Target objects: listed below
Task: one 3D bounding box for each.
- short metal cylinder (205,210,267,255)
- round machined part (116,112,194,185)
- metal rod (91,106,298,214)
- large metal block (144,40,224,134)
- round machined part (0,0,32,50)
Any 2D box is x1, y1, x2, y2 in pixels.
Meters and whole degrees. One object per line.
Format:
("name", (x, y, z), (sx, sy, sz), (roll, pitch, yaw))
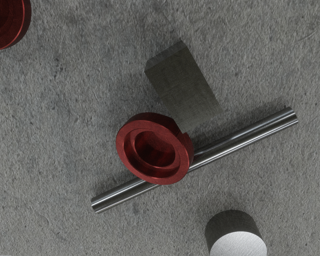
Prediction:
("short metal cylinder", (0.110, 0.170, 0.460), (0.081, 0.050, 0.079), (0, 110, 0))
("round machined part", (-0.003, 0.022, 0.395), (0.098, 0.042, 0.097), (13, 127, 18))
("metal rod", (0.041, 0.048, 0.427), (0.301, 0.025, 0.025), (-26, 108, 9))
("large metal block", (0.026, -0.051, 0.362), (0.050, 0.080, 0.080), (-29, 108, 10))
("round machined part", (-0.194, -0.138, 0.348), (0.099, 0.042, 0.097), (0, 110, 0))
